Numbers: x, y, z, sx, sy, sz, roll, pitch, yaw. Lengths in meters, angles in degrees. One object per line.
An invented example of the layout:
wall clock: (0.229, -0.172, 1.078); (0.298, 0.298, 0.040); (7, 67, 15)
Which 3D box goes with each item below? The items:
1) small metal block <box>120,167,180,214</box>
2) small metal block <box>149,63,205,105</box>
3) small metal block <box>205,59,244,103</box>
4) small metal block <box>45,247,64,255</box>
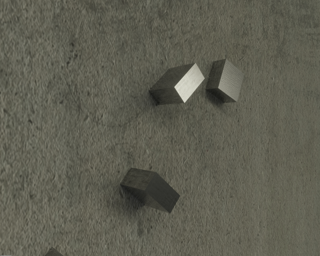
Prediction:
small metal block: (-0.012, 0.076, 0.378); (0.050, 0.050, 0.025); (48, 62, -29)
small metal block: (0.022, -0.057, 0.406); (0.050, 0.050, 0.025); (-50, 120, -28)
small metal block: (0.104, -0.073, 0.491); (0.050, 0.025, 0.050); (28, 73, -37)
small metal block: (-0.105, 0.151, 0.301); (0.050, 0.050, 0.025); (-52, 121, -27)
